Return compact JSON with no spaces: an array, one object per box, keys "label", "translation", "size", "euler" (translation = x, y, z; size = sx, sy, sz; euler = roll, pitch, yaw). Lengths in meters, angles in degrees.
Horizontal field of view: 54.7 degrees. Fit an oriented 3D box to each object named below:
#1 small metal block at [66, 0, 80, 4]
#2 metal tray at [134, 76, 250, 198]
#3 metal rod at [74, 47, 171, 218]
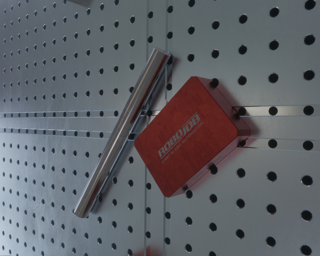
[{"label":"small metal block","translation":[-0.152,-0.253,0.535],"size":[0.050,0.025,0.050],"euler":[-52,60,27]},{"label":"metal tray","translation":[0.032,0.013,0.379],"size":[0.129,0.030,0.090],"euler":[-48,62,29]},{"label":"metal rod","translation":[-0.064,0.020,0.461],"size":[0.025,0.025,0.298],"euler":[43,116,31]}]
